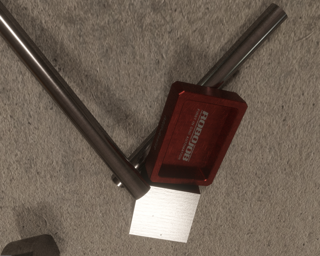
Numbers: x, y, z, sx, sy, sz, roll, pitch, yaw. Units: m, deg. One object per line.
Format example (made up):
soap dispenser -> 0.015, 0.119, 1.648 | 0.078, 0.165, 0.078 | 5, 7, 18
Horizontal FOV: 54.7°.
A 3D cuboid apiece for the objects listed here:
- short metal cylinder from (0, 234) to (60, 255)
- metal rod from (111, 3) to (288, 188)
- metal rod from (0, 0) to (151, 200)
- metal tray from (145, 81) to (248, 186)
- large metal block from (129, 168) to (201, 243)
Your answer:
short metal cylinder -> -0.188, 0.202, 0.452 | 0.050, 0.080, 0.080 | -14, 110, 5
metal rod -> 0.041, -0.031, 0.398 | 0.025, 0.025, 0.299 | 39, 105, -14
metal rod -> -0.113, -0.036, 0.367 | 0.025, 0.025, 0.300 | -37, 97, 12
metal tray -> 0.042, 0.012, 0.391 | 0.091, 0.030, 0.129 | 8, 118, -20
large metal block -> 0.005, 0.107, 0.436 | 0.081, 0.050, 0.079 | 11, 110, -5
